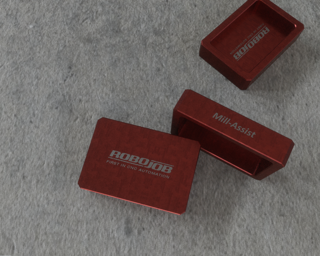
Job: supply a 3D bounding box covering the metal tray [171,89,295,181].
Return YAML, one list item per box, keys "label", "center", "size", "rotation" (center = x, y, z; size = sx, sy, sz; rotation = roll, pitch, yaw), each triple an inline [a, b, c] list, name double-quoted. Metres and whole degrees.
- label: "metal tray"
  center: [0.078, 0.012, 0.370]
  size: [0.130, 0.090, 0.030]
  rotation: [28, 73, 9]

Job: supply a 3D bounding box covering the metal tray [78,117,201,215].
- label: "metal tray"
  center: [-0.023, 0.046, 0.382]
  size: [0.131, 0.030, 0.090]
  rotation: [14, 78, 4]

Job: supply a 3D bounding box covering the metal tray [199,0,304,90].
- label: "metal tray"
  center: [0.133, -0.128, 0.453]
  size: [0.090, 0.030, 0.130]
  rotation: [43, 75, 14]
